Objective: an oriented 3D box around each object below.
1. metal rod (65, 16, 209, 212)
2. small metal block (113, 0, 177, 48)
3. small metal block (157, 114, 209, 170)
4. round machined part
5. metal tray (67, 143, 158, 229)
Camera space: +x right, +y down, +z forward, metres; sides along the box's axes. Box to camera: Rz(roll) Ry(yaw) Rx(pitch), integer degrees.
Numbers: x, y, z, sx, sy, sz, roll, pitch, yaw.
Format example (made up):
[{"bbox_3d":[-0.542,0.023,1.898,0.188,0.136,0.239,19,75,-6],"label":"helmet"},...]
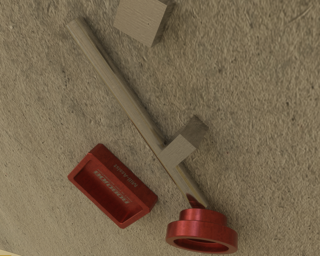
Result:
[{"bbox_3d":[-0.023,-0.009,0.411,0.025,0.025,0.299,-25,105,36],"label":"metal rod"},{"bbox_3d":[-0.018,-0.124,0.338,0.050,0.025,0.050,32,128,7],"label":"small metal block"},{"bbox_3d":[0.029,0.017,0.385,0.025,0.050,0.050,42,129,-1],"label":"small metal block"},{"bbox_3d":[0.059,0.144,0.435,0.099,0.042,0.098,7,149,5],"label":"round machined part"},{"bbox_3d":[-0.078,0.097,0.502,0.130,0.030,0.090,44,129,-3],"label":"metal tray"}]
